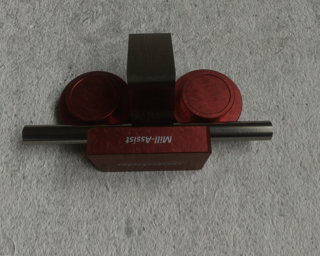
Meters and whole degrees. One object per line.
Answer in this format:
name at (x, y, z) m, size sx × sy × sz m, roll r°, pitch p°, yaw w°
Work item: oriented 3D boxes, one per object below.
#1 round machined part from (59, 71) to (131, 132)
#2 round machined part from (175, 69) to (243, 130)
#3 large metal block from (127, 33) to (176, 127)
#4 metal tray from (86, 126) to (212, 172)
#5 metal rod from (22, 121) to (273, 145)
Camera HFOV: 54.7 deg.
round machined part at (-0.085, -0.034, 0.410) m, size 0.099 × 0.042 × 0.098 m, roll 0°, pitch 70°, yaw -1°
round machined part at (0.061, -0.037, 0.414) m, size 0.099 × 0.042 × 0.098 m, roll 0°, pitch 70°, yaw -1°
large metal block at (-0.010, -0.057, 0.373) m, size 0.050 × 0.080 × 0.080 m, roll -2°, pitch 47°, yaw -2°
metal tray at (-0.012, 0.027, 0.364) m, size 0.131 × 0.090 × 0.030 m, roll -1°, pitch 70°, yaw -1°
metal rod at (-0.014, 0.006, 0.385) m, size 0.302 × 0.025 × 0.025 m, roll -1°, pitch 70°, yaw -1°
